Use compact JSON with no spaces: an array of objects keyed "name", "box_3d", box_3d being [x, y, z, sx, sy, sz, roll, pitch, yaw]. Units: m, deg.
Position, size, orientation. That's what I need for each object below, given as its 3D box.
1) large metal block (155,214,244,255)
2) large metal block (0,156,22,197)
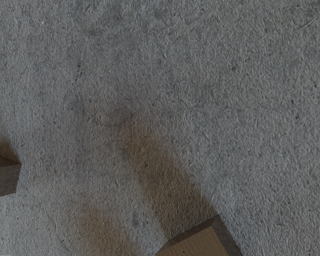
[{"name":"large metal block","box_3d":[0.054,0.165,0.376,0.080,0.050,0.080,-34,79,17]},{"name":"large metal block","box_3d":[-0.280,0.072,0.479,0.080,0.080,0.050,17,96,19]}]
